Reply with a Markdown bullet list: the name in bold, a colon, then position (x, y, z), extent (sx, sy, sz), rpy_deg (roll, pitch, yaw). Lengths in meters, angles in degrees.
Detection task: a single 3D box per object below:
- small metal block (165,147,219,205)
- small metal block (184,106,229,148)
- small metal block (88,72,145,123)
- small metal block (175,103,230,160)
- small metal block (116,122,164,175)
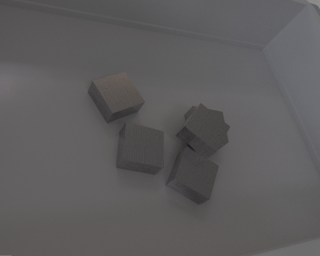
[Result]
- **small metal block**: position (0.041, 0.060, 0.391), extent (0.050, 0.025, 0.050), rpy_deg (31, 52, -8)
- **small metal block**: position (0.065, 0.000, 0.441), extent (0.050, 0.025, 0.050), rpy_deg (9, 58, -23)
- **small metal block**: position (-0.056, -0.040, 0.400), extent (0.050, 0.025, 0.050), rpy_deg (-24, 75, -36)
- **small metal block**: position (0.056, 0.004, 0.401), extent (0.050, 0.025, 0.050), rpy_deg (39, 51, -2)
- **small metal block**: position (-0.023, 0.026, 0.377), extent (0.050, 0.025, 0.050), rpy_deg (14, 56, -21)
